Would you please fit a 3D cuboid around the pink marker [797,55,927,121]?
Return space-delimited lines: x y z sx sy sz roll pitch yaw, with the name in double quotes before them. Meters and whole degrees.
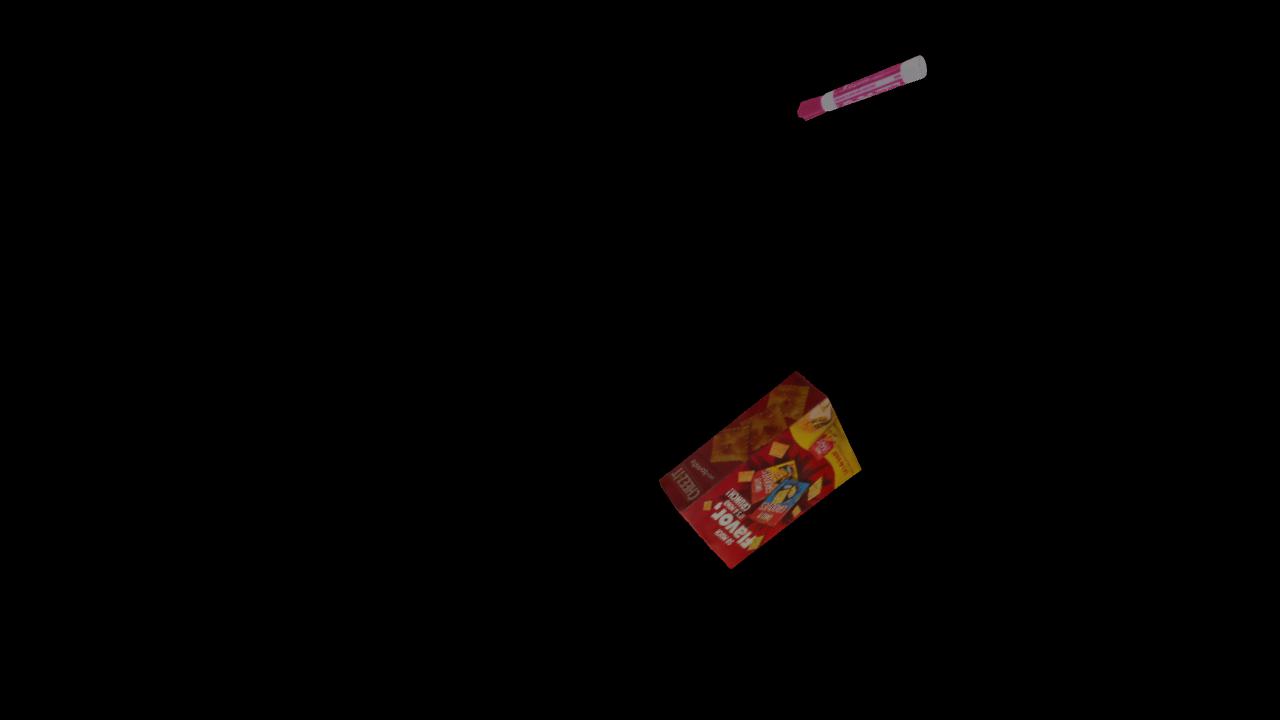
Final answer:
"pink marker" 0.199 -0.247 0.566 0.020 0.020 0.121 0 -2 -42

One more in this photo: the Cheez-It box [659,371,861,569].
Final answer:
"Cheez-It box" 0.156 0.145 0.779 0.223 0.166 0.071 -38 39 -1
